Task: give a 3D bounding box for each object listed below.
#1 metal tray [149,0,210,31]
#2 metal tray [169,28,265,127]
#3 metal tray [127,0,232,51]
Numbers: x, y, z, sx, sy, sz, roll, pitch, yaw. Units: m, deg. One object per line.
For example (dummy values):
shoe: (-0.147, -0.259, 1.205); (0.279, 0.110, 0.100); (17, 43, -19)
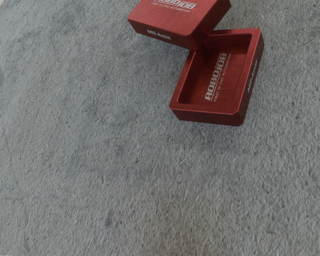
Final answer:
metal tray: (0.039, -0.229, 0.520); (0.090, 0.030, 0.130); (-3, 60, 26)
metal tray: (0.075, -0.069, 0.403); (0.090, 0.030, 0.130); (7, 65, 31)
metal tray: (0.025, -0.170, 0.453); (0.130, 0.030, 0.090); (30, 78, 37)
